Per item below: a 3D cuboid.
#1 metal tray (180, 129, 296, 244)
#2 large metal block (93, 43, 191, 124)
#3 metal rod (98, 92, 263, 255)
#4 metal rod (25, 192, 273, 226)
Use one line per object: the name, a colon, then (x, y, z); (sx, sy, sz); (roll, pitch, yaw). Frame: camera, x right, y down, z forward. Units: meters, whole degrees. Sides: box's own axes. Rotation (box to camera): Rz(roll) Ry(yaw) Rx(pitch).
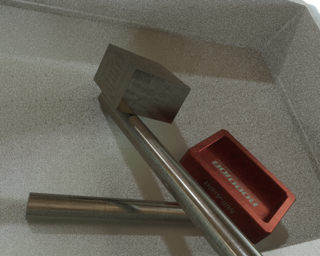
metal tray: (0.098, 0.067, 0.393); (0.130, 0.030, 0.091); (46, 42, 18)
large metal block: (-0.024, -0.054, 0.378); (0.081, 0.050, 0.080); (13, 24, -38)
metal rod: (0.008, 0.040, 0.296); (0.025, 0.025, 0.300); (-8, 37, -32)
metal rod: (0.011, 0.097, 0.353); (0.302, 0.025, 0.025); (10, 58, -24)
